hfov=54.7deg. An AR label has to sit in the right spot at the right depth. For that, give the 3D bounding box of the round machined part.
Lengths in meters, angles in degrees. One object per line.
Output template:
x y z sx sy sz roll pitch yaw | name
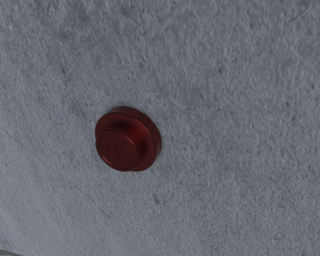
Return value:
-0.050 0.022 0.435 0.098 0.042 0.097 13 124 20 | round machined part
